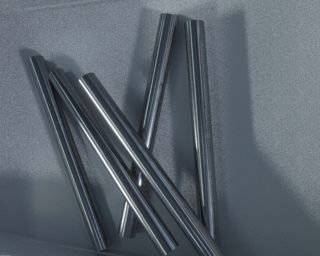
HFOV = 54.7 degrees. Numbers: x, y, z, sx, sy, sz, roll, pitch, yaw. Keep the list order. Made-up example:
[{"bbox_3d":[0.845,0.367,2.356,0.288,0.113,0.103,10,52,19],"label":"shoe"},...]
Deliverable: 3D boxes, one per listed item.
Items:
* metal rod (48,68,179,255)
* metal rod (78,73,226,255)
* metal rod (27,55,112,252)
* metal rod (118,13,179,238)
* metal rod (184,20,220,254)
[{"bbox_3d":[-0.072,0.032,0.414,0.025,0.025,0.299,-42,70,15],"label":"metal rod"},{"bbox_3d":[-0.011,0.052,0.385,0.025,0.025,0.299,-40,78,15],"label":"metal rod"},{"bbox_3d":[-0.135,0.032,0.456,0.025,0.025,0.299,-25,82,18],"label":"metal rod"},{"bbox_3d":[-0.016,0.000,0.415,0.025,0.025,0.298,13,94,19],"label":"metal rod"},{"bbox_3d":[0.054,0.015,0.390,0.025,0.025,0.298,-4,89,19],"label":"metal rod"}]
